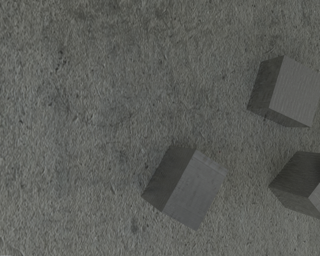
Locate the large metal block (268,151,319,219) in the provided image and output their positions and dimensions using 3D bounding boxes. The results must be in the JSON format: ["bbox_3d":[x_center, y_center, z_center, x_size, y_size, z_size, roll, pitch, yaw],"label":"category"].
[{"bbox_3d":[0.226,0.083,0.463,0.080,0.080,0.050,-45,104,-14],"label":"large metal block"}]

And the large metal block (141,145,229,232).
[{"bbox_3d":[0.028,0.071,0.390,0.050,0.080,0.080,33,79,-17],"label":"large metal block"}]

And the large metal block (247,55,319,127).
[{"bbox_3d":[0.189,-0.052,0.465,0.080,0.050,0.080,21,83,-19],"label":"large metal block"}]
